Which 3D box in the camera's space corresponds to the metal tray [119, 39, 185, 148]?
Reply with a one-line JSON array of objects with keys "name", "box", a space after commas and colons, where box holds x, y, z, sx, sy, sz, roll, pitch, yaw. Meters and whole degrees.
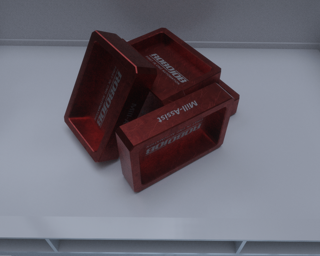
[{"name": "metal tray", "box": [-0.023, -0.043, 0.396, 0.030, 0.089, 0.130, -30, 57, -23]}]

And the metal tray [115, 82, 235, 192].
[{"name": "metal tray", "box": [0.018, 0.011, 0.351, 0.131, 0.089, 0.030, -26, 55, -21]}]

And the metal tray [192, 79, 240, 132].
[{"name": "metal tray", "box": [0.037, -0.053, 0.447, 0.091, 0.030, 0.130, -28, 55, -20]}]

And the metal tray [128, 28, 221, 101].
[{"name": "metal tray", "box": [0.009, -0.086, 0.433, 0.091, 0.030, 0.130, -30, 56, -23]}]

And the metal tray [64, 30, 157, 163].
[{"name": "metal tray", "box": [-0.064, -0.035, 0.366, 0.030, 0.129, 0.090, -6, 42, -47]}]
